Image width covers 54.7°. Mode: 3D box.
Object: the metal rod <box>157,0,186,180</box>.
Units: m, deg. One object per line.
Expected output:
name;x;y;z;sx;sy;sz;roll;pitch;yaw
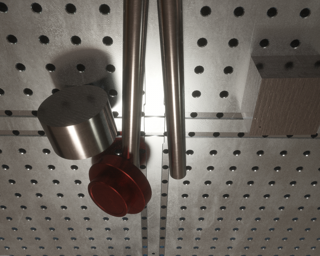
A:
metal rod;0.017;-0.044;0.374;0.025;0.025;0.298;-3;130;2

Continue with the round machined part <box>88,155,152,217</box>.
round machined part;-0.065;0.090;0.449;0.098;0.042;0.097;18;131;22

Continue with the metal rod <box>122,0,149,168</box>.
metal rod;-0.035;-0.029;0.386;0.025;0.025;0.298;4;130;-4

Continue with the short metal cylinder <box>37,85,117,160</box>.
short metal cylinder;-0.096;-0.008;0.367;0.080;0.080;0.050;-6;130;4

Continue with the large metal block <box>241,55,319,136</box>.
large metal block;0.146;-0.038;0.365;0.081;0.050;0.079;-1;130;0
